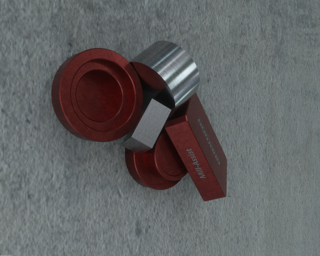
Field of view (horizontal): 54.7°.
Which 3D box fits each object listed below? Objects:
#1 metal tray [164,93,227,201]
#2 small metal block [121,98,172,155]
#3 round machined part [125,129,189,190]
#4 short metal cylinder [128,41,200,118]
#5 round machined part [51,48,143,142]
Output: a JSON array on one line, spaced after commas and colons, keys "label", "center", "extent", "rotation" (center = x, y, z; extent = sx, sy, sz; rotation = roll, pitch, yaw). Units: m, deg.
[{"label": "metal tray", "center": [0.053, 0.022, 0.421], "extent": [0.130, 0.030, 0.090], "rotation": [61, 24, -22]}, {"label": "small metal block", "center": [-0.017, 0.000, 0.355], "extent": [0.025, 0.050, 0.050], "rotation": [31, 69, -10]}, {"label": "round machined part", "center": [0.007, 0.032, 0.403], "extent": [0.099, 0.042, 0.097], "rotation": [0, 90, -40]}, {"label": "short metal cylinder", "center": [0.000, -0.057, 0.373], "extent": [0.050, 0.080, 0.080], "rotation": [-45, 118, -31]}, {"label": "round machined part", "center": [-0.070, -0.034, 0.338], "extent": [0.099, 0.042, 0.097], "rotation": [0, 90, -40]}]
